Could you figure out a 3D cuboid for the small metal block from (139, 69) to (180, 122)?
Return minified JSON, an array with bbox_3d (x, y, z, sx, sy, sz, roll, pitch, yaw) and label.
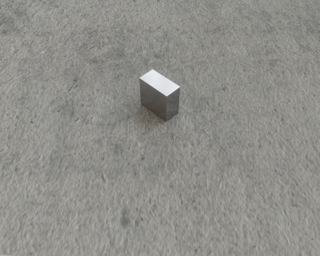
[{"bbox_3d":[-0.001,-0.044,0.424,0.050,0.050,0.025,37,59,26],"label":"small metal block"}]
